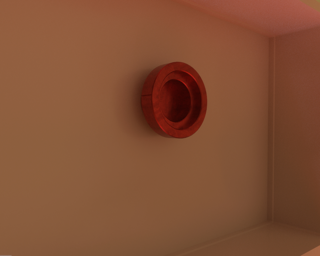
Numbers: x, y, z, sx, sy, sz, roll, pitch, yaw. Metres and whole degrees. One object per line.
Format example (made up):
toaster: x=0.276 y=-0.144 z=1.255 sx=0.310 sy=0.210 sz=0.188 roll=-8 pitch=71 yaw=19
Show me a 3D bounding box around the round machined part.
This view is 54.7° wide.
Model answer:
round machined part: x=0.014 y=-0.035 z=0.409 sx=0.099 sy=0.042 sz=0.097 roll=0 pitch=90 yaw=-40
